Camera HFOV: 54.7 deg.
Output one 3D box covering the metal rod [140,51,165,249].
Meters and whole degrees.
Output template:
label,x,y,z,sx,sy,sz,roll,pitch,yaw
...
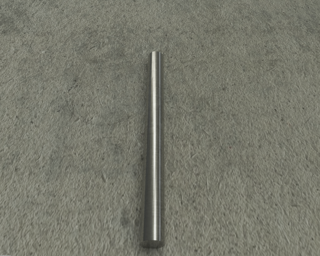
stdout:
label,x,y,z,sx,sy,sz,roll,pitch,yaw
metal rod,-0.007,0.001,0.404,0.025,0.025,0.300,0,50,0
